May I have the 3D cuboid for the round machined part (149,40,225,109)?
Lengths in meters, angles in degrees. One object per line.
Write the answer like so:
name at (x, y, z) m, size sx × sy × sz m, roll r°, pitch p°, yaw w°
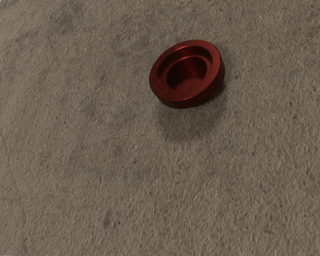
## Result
round machined part at (0.039, -0.066, 0.412) m, size 0.098 × 0.042 × 0.098 m, roll -13°, pitch 56°, yaw 20°
